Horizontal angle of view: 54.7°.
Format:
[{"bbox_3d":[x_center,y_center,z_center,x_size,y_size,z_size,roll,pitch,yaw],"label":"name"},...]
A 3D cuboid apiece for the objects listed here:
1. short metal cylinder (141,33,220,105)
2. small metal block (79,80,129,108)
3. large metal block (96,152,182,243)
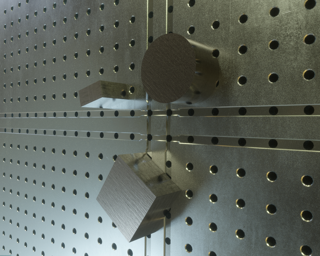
[{"bbox_3d":[0.024,-0.068,0.374,0.080,0.050,0.080,0,90,40],"label":"short metal cylinder"},{"bbox_3d":[-0.084,-0.049,0.463,0.050,0.050,0.025,-17,80,39],"label":"small metal block"},{"bbox_3d":[-0.031,0.090,0.419,0.080,0.050,0.080,42,116,31],"label":"large metal block"}]
